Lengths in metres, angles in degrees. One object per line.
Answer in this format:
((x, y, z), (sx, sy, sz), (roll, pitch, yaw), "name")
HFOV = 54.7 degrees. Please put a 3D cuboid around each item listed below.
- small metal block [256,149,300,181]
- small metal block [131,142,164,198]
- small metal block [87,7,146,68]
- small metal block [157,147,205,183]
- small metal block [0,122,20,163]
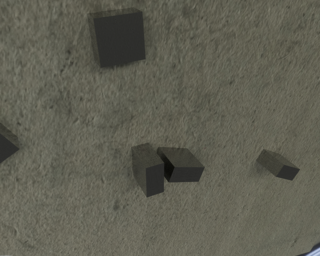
((0.209, 0.065, 0.548), (0.050, 0.050, 0.025), (16, 110, -35), "small metal block")
((-0.017, 0.056, 0.418), (0.025, 0.050, 0.050), (-14, 124, -21), "small metal block")
((-0.045, -0.095, 0.325), (0.050, 0.025, 0.050), (-16, 125, -20), "small metal block")
((0.026, 0.051, 0.439), (0.050, 0.050, 0.025), (5, 116, -31), "small metal block")
((-0.183, 0.015, 0.317), (0.050, 0.025, 0.050), (-37, 130, -4), "small metal block")
